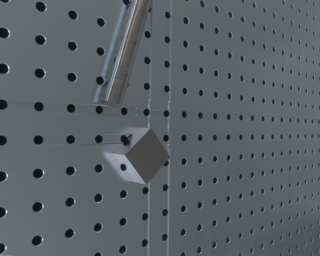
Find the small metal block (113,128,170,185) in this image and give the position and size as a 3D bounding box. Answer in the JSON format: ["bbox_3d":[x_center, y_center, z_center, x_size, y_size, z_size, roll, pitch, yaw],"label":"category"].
[{"bbox_3d":[-0.022,0.035,0.391,0.050,0.025,0.050,-47,118,-30],"label":"small metal block"}]

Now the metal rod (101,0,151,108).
[{"bbox_3d":[-0.021,-0.170,0.391,0.025,0.025,0.299,23,75,-38],"label":"metal rod"}]
